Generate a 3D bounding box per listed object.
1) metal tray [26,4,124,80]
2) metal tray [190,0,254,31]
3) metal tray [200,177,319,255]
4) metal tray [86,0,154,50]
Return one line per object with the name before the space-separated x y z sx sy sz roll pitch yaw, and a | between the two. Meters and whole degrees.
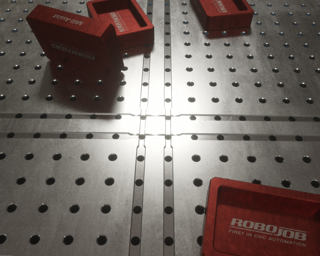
metal tray | -0.125 -0.128 0.468 0.130 0.090 0.030 19 63 15
metal tray | 0.118 -0.244 0.610 0.091 0.030 0.130 -8 51 -7
metal tray | 0.111 0.106 0.316 0.131 0.030 0.090 9 50 7
metal tray | -0.074 -0.195 0.567 0.091 0.030 0.130 -17 52 -14
